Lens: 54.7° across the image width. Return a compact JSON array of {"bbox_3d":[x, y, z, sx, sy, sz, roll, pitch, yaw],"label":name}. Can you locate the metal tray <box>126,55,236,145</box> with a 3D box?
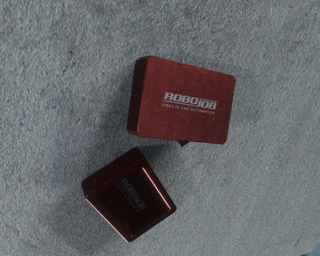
[{"bbox_3d":[0.029,-0.030,0.379,0.131,0.030,0.089,6,93,-31],"label":"metal tray"}]

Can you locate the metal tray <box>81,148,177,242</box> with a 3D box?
[{"bbox_3d":[-0.039,0.099,0.443,0.090,0.030,0.130,-33,129,-7],"label":"metal tray"}]

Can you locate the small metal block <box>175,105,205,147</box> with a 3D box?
[{"bbox_3d":[0.036,-0.011,0.420,0.050,0.025,0.050,-34,129,-6],"label":"small metal block"}]
